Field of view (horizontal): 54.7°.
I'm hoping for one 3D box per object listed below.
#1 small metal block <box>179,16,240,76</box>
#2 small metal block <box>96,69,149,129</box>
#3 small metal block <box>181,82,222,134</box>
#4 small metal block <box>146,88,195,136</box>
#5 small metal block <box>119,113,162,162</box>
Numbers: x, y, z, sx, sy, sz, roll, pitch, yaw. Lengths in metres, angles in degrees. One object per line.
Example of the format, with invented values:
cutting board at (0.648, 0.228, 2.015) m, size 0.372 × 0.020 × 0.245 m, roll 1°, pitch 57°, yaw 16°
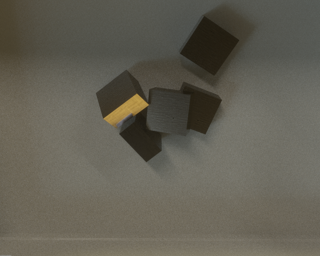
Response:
small metal block at (0.058, -0.100, 0.375) m, size 0.050 × 0.025 × 0.050 m, roll 31°, pitch 107°, yaw -11°
small metal block at (-0.047, -0.036, 0.381) m, size 0.050 × 0.050 × 0.025 m, roll -35°, pitch 137°, yaw 11°
small metal block at (0.045, -0.026, 0.402) m, size 0.050 × 0.025 × 0.050 m, roll 20°, pitch 109°, yaw -8°
small metal block at (0.013, -0.021, 0.379) m, size 0.050 × 0.025 × 0.050 m, roll 10°, pitch 105°, yaw 15°
small metal block at (-0.024, 0.009, 0.401) m, size 0.025 × 0.050 × 0.050 m, roll -38°, pitch 106°, yaw 13°
